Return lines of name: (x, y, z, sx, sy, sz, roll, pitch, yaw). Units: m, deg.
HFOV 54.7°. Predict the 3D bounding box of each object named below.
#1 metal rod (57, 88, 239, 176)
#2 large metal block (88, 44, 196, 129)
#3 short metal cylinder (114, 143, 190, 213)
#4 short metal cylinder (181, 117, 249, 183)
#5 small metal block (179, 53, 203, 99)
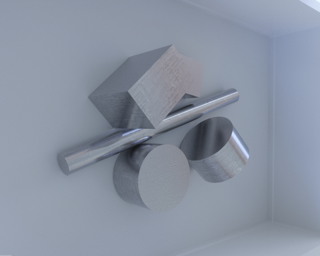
metal rod: (0.009, -0.008, 0.415, 0.302, 0.025, 0.025, -23, 105, -38)
large metal block: (-0.021, -0.045, 0.354, 0.080, 0.080, 0.050, -51, 121, -28)
short metal cylinder: (-0.009, 0.059, 0.382, 0.081, 0.050, 0.079, 0, 90, -40)
short metal cylinder: (0.077, 0.030, 0.437, 0.050, 0.080, 0.080, 51, 60, -29)
small metal block: (0.032, -0.071, 0.433, 0.050, 0.025, 0.050, 11, 83, -40)
